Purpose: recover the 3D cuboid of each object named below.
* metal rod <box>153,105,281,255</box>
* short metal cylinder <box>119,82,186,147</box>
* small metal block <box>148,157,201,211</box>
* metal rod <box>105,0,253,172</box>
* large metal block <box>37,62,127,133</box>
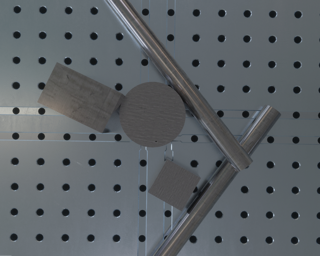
[{"bbox_3d":[0.061,0.096,0.413,0.025,0.025,0.299,37,90,0],"label":"metal rod"},{"bbox_3d":[-0.009,-0.017,0.400,0.081,0.050,0.079,0,91,0],"label":"short metal cylinder"},{"bbox_3d":[0.019,0.074,0.414,0.050,0.025,0.050,30,90,0],"label":"small metal block"},{"bbox_3d":[0.017,-0.071,0.400,0.025,0.025,0.299,-37,85,0],"label":"metal rod"},{"bbox_3d":[-0.090,-0.034,0.385,0.080,0.080,0.050,26,90,0],"label":"large metal block"}]
